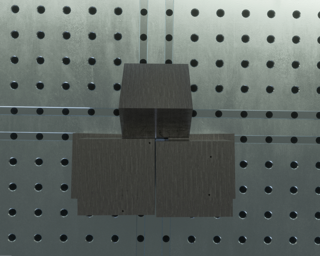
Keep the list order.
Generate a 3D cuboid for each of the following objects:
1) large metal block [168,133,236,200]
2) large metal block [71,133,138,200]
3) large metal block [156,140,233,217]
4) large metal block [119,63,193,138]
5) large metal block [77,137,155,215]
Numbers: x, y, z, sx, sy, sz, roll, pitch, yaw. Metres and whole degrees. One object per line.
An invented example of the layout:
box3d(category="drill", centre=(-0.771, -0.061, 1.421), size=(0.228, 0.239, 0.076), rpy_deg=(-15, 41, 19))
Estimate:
box3d(category="large metal block", centre=(0.051, 0.047, 0.401), size=(0.081, 0.050, 0.079), rpy_deg=(-1, 90, -1))
box3d(category="large metal block", centre=(-0.067, 0.047, 0.401), size=(0.081, 0.050, 0.079), rpy_deg=(2, 90, -1))
box3d(category="large metal block", centre=(0.036, 0.053, 0.349), size=(0.081, 0.050, 0.079), rpy_deg=(0, 90, -1))
box3d(category="large metal block", centre=(-0.005, -0.035, 0.380), size=(0.081, 0.050, 0.080), rpy_deg=(0, 48, -1))
box3d(category="large metal block", centre=(-0.046, 0.051, 0.347), size=(0.081, 0.050, 0.079), rpy_deg=(0, 90, -1))
